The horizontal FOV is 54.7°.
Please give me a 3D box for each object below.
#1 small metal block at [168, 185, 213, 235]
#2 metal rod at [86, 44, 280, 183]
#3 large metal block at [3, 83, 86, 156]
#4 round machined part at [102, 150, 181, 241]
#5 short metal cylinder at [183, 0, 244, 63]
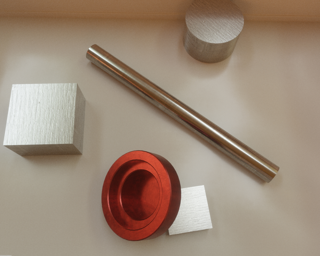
[{"bbox_3d":[0.032,0.099,0.374,0.050,0.025,0.050,-8,70,-4],"label":"small metal block"},{"bbox_3d":[0.022,-0.025,0.419,0.300,0.025,0.025,35,74,11],"label":"metal rod"},{"bbox_3d":[-0.144,-0.010,0.398,0.081,0.050,0.080,-1,70,-1],"label":"large metal block"},{"bbox_3d":[-0.017,0.077,0.356,0.098,0.042,0.098,-10,71,33],"label":"round machined part"},{"bbox_3d":[0.075,-0.142,0.449,0.081,0.050,0.080,0,70,0],"label":"short metal cylinder"}]
